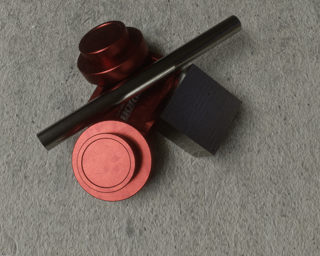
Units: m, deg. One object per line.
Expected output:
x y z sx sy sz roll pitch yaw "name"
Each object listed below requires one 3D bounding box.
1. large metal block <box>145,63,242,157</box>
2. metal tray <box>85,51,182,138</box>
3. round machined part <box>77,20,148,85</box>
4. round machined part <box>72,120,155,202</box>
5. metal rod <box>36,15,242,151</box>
0.042 -0.019 0.388 0.080 0.050 0.080 35 71 -14 "large metal block"
-0.036 -0.046 0.423 0.090 0.030 0.130 23 71 8 "metal tray"
-0.069 -0.107 0.418 0.098 0.042 0.098 -13 47 15 "round machined part"
-0.058 0.039 0.367 0.099 0.042 0.097 0 90 7 "round machined part"
-0.018 -0.064 0.402 0.301 0.025 0.025 -34 74 -12 "metal rod"
